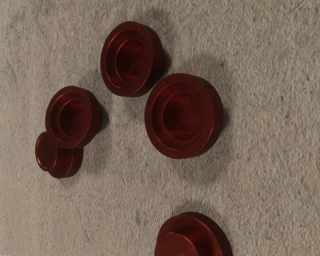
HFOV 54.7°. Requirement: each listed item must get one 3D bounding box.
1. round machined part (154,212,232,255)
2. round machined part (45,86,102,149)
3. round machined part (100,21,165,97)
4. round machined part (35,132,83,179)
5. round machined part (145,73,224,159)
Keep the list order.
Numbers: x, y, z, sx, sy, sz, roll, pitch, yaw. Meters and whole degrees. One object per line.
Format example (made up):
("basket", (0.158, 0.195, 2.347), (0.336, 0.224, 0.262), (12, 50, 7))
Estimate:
("round machined part", (0.032, 0.153, 0.366), (0.098, 0.042, 0.097), (0, 90, 39))
("round machined part", (-0.132, -0.015, 0.491), (0.098, 0.042, 0.097), (-4, 81, 29))
("round machined part", (-0.033, -0.090, 0.419), (0.098, 0.042, 0.097), (0, 90, 39))
("round machined part", (-0.181, 0.040, 0.540), (0.098, 0.042, 0.097), (0, 90, 39))
("round machined part", (0.032, -0.014, 0.366), (0.098, 0.042, 0.097), (0, 90, 39))
